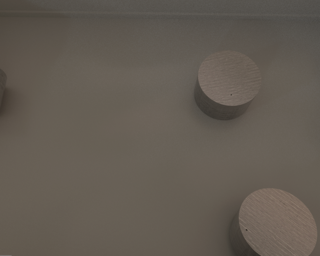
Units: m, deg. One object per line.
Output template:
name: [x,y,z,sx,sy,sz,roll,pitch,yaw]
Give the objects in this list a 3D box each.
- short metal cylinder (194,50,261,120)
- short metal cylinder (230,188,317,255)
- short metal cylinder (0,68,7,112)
short metal cylinder: [0.089,-0.056,0.417,0.081,0.050,0.080,0,70,0]
short metal cylinder: [0.123,0.114,0.344,0.081,0.050,0.080,1,54,-1]
short metal cylinder: [-0.245,-0.051,0.397,0.080,0.080,0.050,1,70,0]
